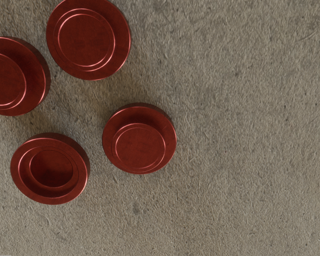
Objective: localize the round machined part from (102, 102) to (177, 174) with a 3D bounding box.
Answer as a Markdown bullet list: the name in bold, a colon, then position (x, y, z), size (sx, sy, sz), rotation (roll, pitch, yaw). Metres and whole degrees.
- **round machined part**: position (-0.027, 0.019, 0.407), size (0.099, 0.042, 0.097), rotation (0, 110, 0)

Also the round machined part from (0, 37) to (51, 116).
- **round machined part**: position (-0.189, -0.060, 0.377), size (0.099, 0.042, 0.097), rotation (0, 110, 0)

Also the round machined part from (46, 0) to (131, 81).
- **round machined part**: position (-0.084, -0.103, 0.362), size (0.099, 0.042, 0.097), rotation (0, 110, 0)

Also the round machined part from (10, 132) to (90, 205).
- **round machined part**: position (-0.143, 0.051, 0.418), size (0.099, 0.042, 0.097), rotation (0, 110, 0)
